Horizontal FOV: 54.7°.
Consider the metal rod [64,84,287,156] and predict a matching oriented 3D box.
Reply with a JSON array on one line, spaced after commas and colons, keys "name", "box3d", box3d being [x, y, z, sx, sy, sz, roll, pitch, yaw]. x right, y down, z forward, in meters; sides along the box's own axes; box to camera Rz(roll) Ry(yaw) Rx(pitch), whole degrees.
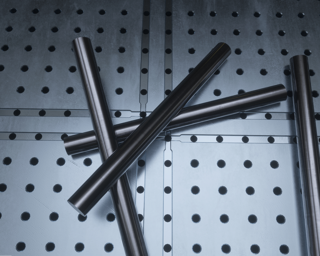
[{"name": "metal rod", "box3d": [0.025, -0.013, 0.416, 0.302, 0.025, 0.025, -14, 71, -6]}]

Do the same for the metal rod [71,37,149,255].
[{"name": "metal rod", "box3d": [-0.061, 0.029, 0.377, 0.025, 0.025, 0.299, -15, 80, -6]}]

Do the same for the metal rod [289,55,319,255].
[{"name": "metal rod", "box3d": [0.192, 0.041, 0.399, 0.025, 0.025, 0.299, 3, 70, 1]}]

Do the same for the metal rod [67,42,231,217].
[{"name": "metal rod", "box3d": [0.004, -0.016, 0.388, 0.025, 0.025, 0.301, 36, 63, 12]}]
